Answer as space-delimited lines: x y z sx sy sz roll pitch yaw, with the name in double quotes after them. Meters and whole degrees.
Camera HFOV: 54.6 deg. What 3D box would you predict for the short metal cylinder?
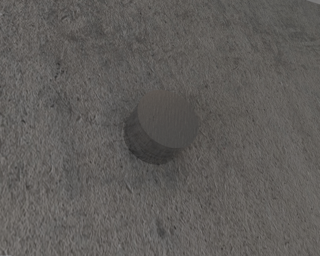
0.001 -0.001 0.388 0.081 0.050 0.080 13 56 -21 "short metal cylinder"
